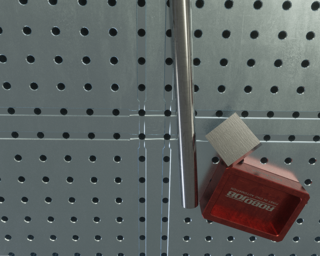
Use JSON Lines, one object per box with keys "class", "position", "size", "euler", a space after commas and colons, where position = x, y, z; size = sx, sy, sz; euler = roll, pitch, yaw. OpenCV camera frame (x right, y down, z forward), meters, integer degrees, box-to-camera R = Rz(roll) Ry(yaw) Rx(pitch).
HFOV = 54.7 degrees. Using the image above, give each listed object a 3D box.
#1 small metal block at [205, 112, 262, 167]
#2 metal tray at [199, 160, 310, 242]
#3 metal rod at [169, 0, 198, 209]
{"class": "small metal block", "position": [0.097, 0.016, 0.407], "size": [0.050, 0.025, 0.050], "euler": [-39, 68, 11]}
{"class": "metal tray", "position": [0.135, 0.106, 0.451], "size": [0.131, 0.030, 0.089], "euler": [20, 109, -8]}
{"class": "metal rod", "position": [0.033, -0.028, 0.403], "size": [0.025, 0.025, 0.298], "euler": [-4, 110, 1]}
